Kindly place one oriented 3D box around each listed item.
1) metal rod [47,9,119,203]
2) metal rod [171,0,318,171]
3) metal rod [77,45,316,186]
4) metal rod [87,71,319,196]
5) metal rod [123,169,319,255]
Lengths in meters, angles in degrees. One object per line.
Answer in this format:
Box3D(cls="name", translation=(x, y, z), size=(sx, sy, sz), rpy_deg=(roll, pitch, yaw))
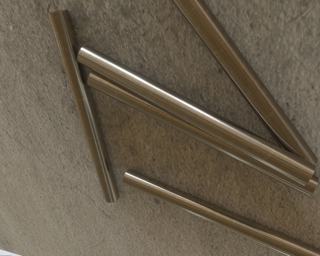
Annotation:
Box3D(cls="metal rod", translation=(-0.103, -0.014, 0.450), size=(0.025, 0.025, 0.298), rpy_deg=(4, 121, 26))
Box3D(cls="metal rod", translation=(0.070, -0.075, 0.322), size=(0.025, 0.025, 0.300), rpy_deg=(-32, 101, 38))
Box3D(cls="metal rod", translation=(0.028, -0.023, 0.359), size=(0.301, 0.025, 0.025), rpy_deg=(30, 128, 15))
Box3D(cls="metal rod", translation=(0.043, 0.000, 0.382), size=(0.301, 0.025, 0.025), rpy_deg=(27, 128, 10))
Box3D(cls="metal rod", translation=(0.085, 0.125, 0.438), size=(0.301, 0.025, 0.025), rpy_deg=(20, 126, 15))
